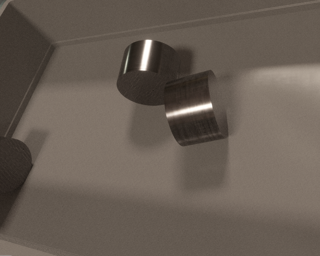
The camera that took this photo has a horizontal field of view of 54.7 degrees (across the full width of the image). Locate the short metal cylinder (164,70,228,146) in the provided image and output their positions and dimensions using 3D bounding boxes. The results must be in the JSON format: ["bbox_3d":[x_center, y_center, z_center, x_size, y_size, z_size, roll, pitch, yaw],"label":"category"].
[{"bbox_3d":[0.044,-0.022,0.360,0.050,0.080,0.080,-13,57,21],"label":"short metal cylinder"}]

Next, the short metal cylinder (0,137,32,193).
[{"bbox_3d":[-0.243,0.052,0.463,0.050,0.080,0.080,6,65,31],"label":"short metal cylinder"}]

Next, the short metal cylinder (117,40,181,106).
[{"bbox_3d":[-0.014,-0.073,0.421,0.080,0.080,0.050,-6,59,25],"label":"short metal cylinder"}]
